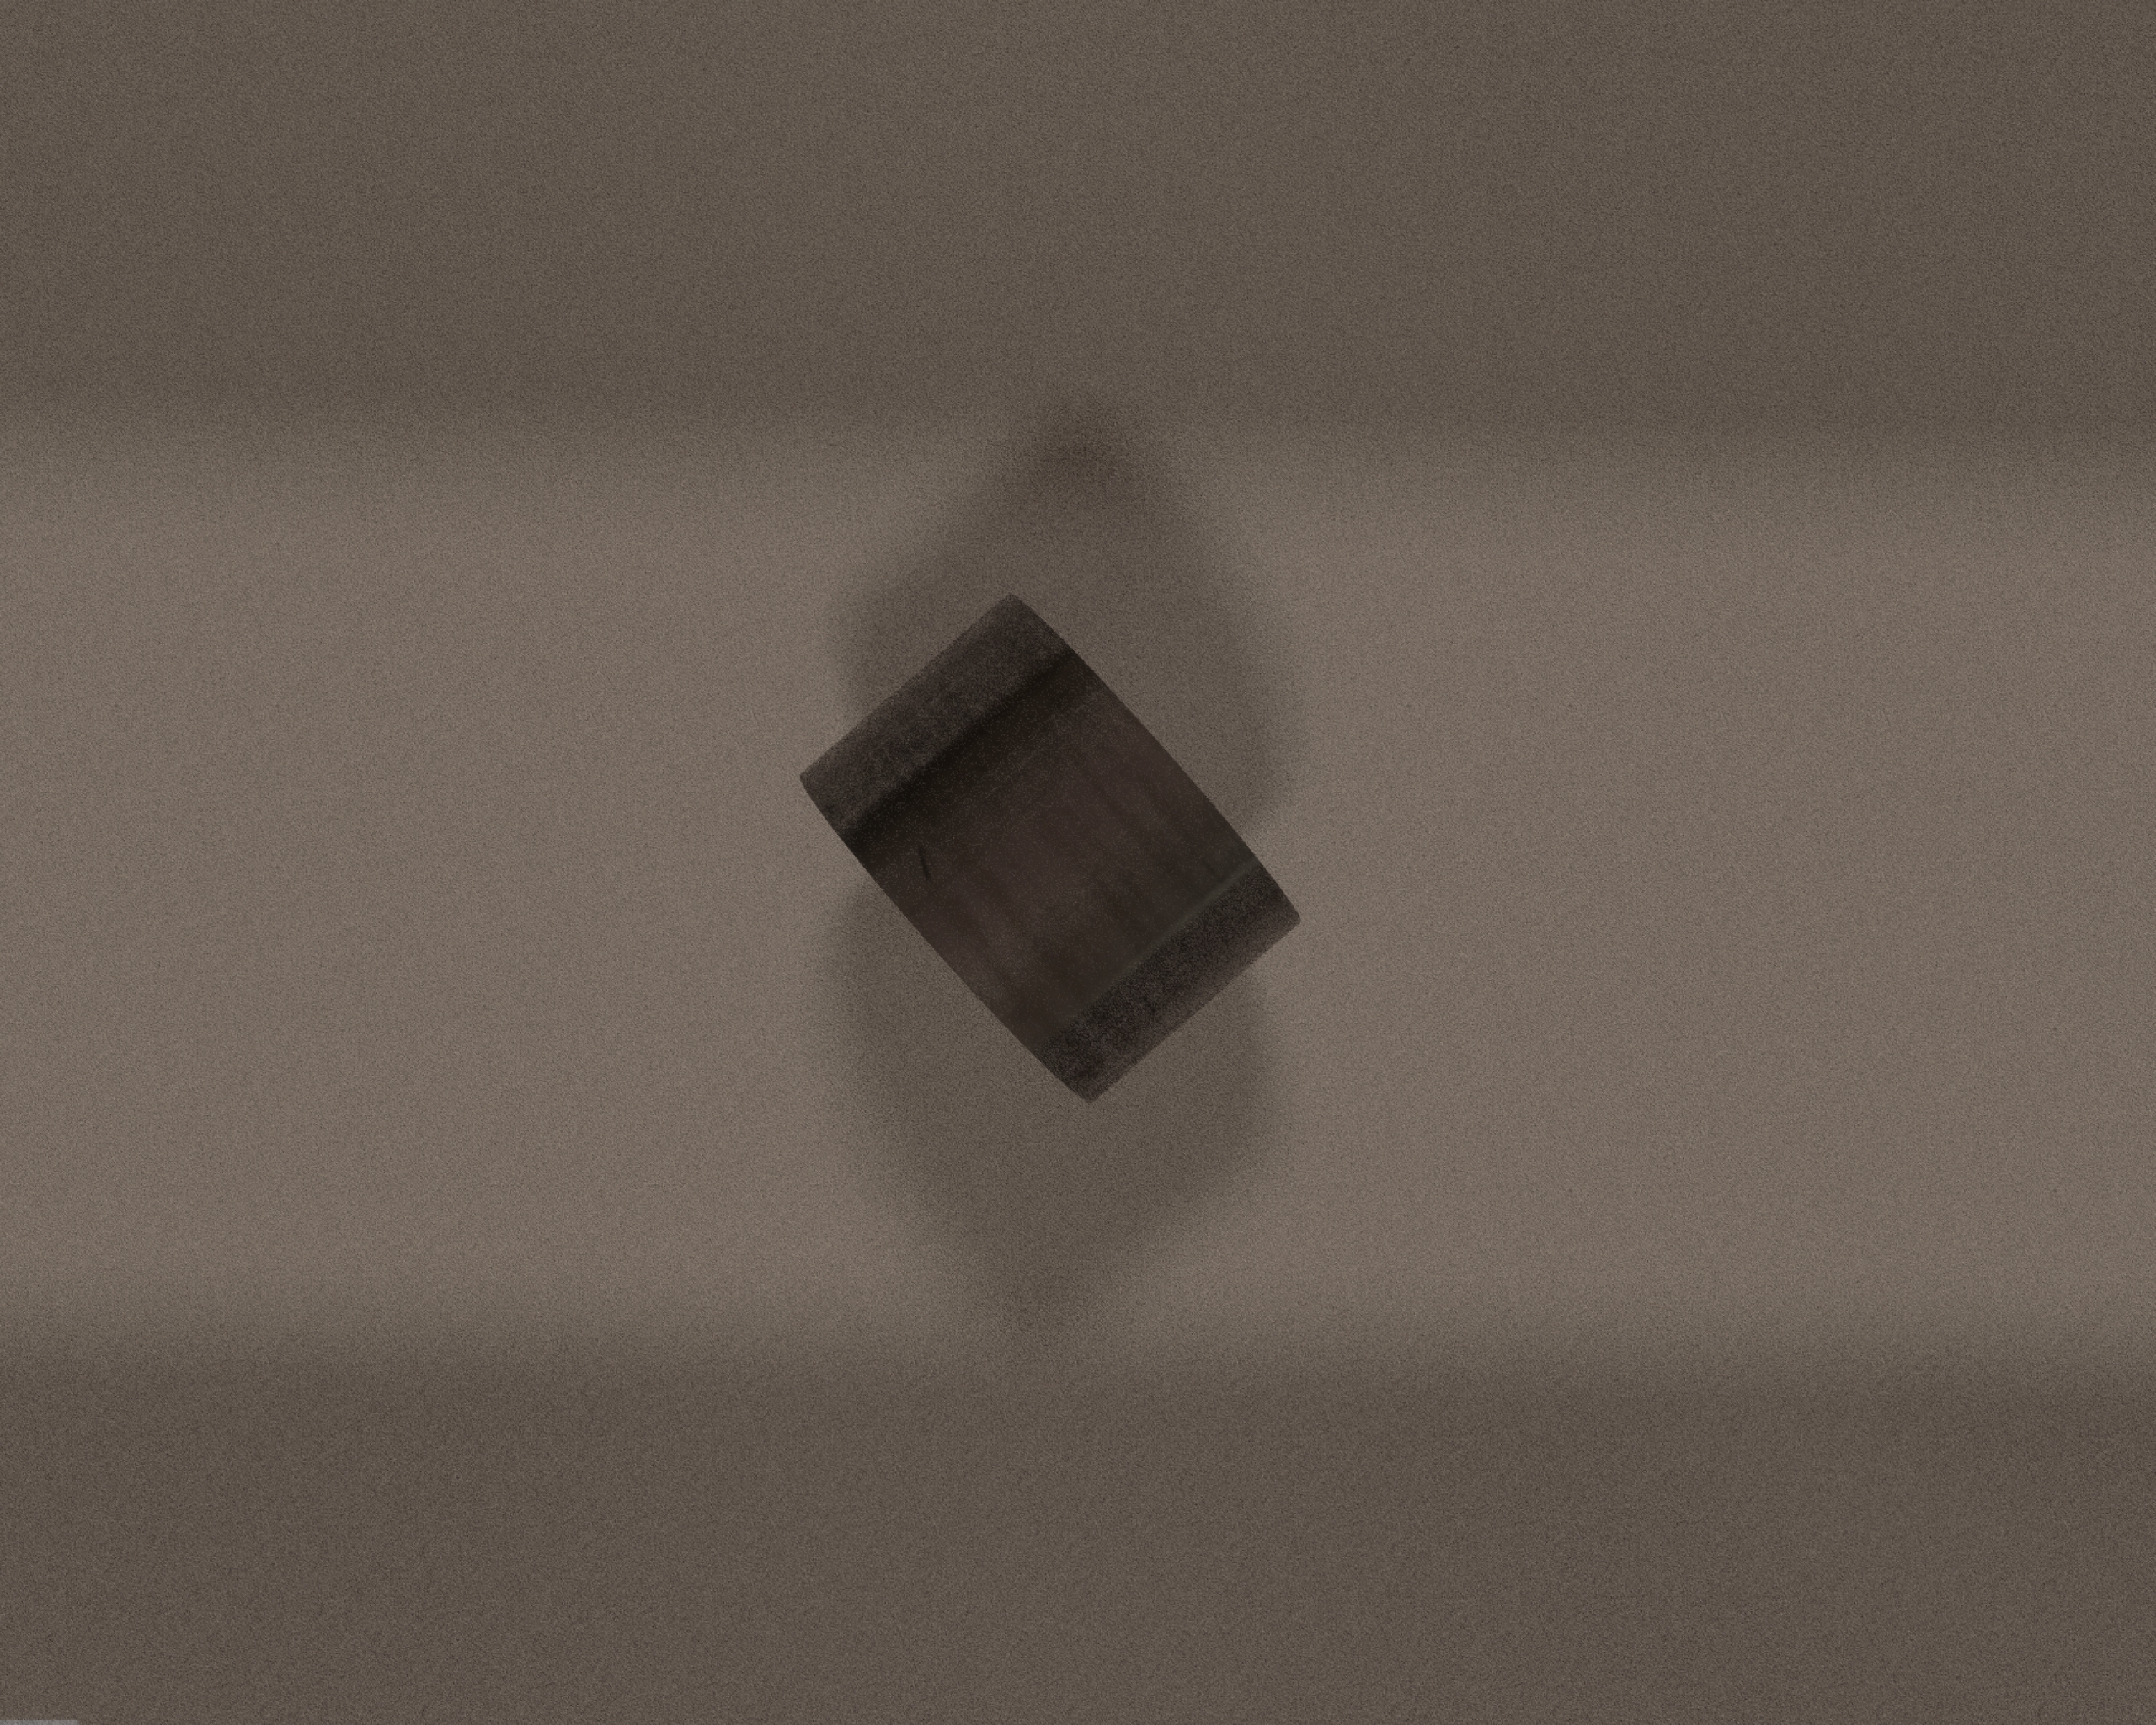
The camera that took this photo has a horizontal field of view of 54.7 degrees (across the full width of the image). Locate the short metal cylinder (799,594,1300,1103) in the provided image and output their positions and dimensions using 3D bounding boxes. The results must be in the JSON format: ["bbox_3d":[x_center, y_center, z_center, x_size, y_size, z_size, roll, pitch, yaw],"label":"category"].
[{"bbox_3d":[-0.005,-0.003,0.381,0.050,0.080,0.080,-41,91,0],"label":"short metal cylinder"}]
